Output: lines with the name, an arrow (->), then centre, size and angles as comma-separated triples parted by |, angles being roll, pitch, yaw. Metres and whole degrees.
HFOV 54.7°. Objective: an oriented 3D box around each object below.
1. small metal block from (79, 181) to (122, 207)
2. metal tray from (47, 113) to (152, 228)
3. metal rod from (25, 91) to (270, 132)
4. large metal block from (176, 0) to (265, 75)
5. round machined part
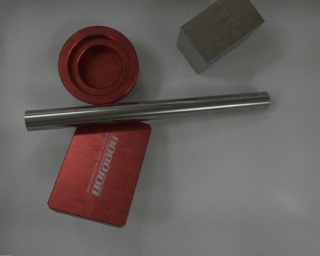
small metal block -> -0.074, 0.081, 0.398 | 0.050, 0.050, 0.025 | 5, 90, -1
metal tray -> -0.070, 0.048, 0.383 | 0.091, 0.030, 0.130 | 15, 66, -1
metal rod -> -0.008, -0.022, 0.389 | 0.302, 0.025, 0.025 | -5, 90, -9
large metal block -> 0.070, -0.116, 0.385 | 0.080, 0.080, 0.050 | -36, 90, 0
round machined part -> -0.076, -0.078, 0.402 | 0.099, 0.042, 0.097 | 0, 90, -1
